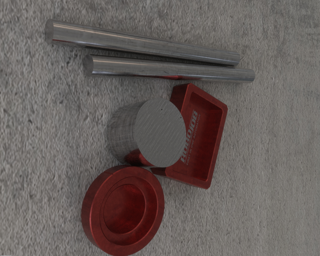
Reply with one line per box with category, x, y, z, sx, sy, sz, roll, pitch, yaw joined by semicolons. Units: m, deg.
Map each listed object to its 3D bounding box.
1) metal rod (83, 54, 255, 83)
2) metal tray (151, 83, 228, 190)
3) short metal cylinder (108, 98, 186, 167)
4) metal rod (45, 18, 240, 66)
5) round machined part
metal rod;0.037;-0.079;0.435;0.302;0.025;0.025;-5;94;-40
metal tray;0.045;0.013;0.439;0.090;0.030;0.130;25;74;-37
short metal cylinder;-0.014;0.007;0.370;0.081;0.050;0.080;8;78;-43
metal rod;0.005;-0.105;0.407;0.302;0.025;0.025;-4;93;-40
round machined part;-0.045;0.091;0.356;0.099;0.042;0.097;-1;91;-40
